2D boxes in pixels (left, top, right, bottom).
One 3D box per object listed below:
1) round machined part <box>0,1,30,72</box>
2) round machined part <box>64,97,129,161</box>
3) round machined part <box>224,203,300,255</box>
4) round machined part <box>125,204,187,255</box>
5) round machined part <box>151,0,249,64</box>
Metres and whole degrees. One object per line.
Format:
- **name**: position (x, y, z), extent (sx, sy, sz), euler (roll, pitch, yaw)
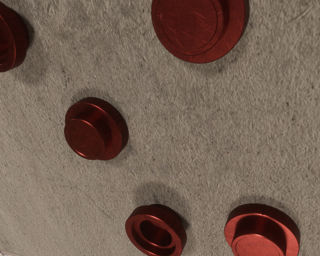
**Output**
- **round machined part**: position (-0.223, -0.131, 0.430), extent (0.098, 0.042, 0.097), euler (13, 124, 20)
- **round machined part**: position (-0.099, 0.008, 0.451), extent (0.098, 0.042, 0.097), euler (13, 124, 20)
- **round machined part**: position (0.135, 0.154, 0.419), extent (0.098, 0.042, 0.097), euler (13, 124, 20)
- **round machined part**: position (-0.003, 0.161, 0.495), extent (0.098, 0.042, 0.097), euler (13, 124, 20)
- **round machined part**: position (0.035, -0.111, 0.308), extent (0.098, 0.042, 0.097), euler (13, 124, 20)
